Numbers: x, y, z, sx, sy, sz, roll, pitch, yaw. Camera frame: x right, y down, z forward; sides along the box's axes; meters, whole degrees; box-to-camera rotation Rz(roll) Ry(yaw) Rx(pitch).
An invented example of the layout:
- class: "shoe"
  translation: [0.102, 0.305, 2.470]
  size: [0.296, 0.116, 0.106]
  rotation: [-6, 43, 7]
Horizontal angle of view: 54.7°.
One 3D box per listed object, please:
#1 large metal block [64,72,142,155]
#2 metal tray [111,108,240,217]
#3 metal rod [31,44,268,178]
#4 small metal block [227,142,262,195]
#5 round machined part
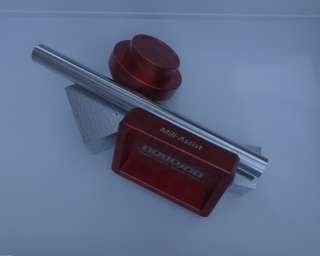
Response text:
- class: "large metal block"
  translation: [-0.066, -0.022, 0.402]
  size: [0.080, 0.050, 0.080]
  rotation: [-21, 72, -8]
- class: "metal tray"
  translation: [0.012, 0.042, 0.355]
  size: [0.130, 0.089, 0.030]
  rotation: [25, 45, 8]
- class: "metal rod"
  translation: [-0.019, -0.024, 0.362]
  size: [0.301, 0.025, 0.025]
  rotation: [28, 72, 9]
- class: "small metal block"
  translation: [0.100, 0.051, 0.377]
  size: [0.025, 0.050, 0.050]
  rotation: [14, 71, 5]
- class: "round machined part"
  translation: [-0.013, -0.084, 0.402]
  size: [0.099, 0.042, 0.098]
  rotation: [22, 39, -18]
